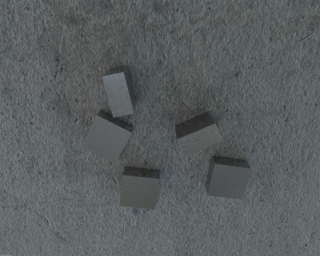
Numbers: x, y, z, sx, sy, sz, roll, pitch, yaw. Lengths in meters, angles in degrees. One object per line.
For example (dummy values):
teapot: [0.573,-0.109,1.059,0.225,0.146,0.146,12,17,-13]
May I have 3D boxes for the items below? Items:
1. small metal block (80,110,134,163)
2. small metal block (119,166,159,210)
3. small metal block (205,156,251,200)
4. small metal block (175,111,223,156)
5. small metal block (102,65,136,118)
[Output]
small metal block: [-0.070,0.011,0.413,0.050,0.025,0.050,28,108,-10]
small metal block: [-0.029,0.085,0.441,0.050,0.025,0.050,7,110,-3]
small metal block: [0.095,0.070,0.436,0.050,0.025,0.050,8,110,-3]
small metal block: [0.048,0.006,0.399,0.050,0.050,0.025,-23,109,8]
small metal block: [-0.048,-0.046,0.379,0.025,0.050,0.050,-11,110,4]
